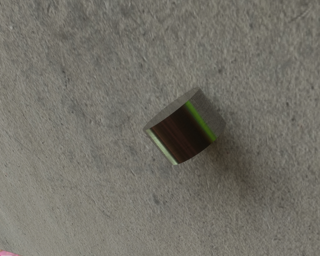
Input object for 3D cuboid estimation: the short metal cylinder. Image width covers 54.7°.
[{"bbox_3d":[0.027,-0.003,0.354,0.080,0.080,0.050,-31,101,37],"label":"short metal cylinder"}]
